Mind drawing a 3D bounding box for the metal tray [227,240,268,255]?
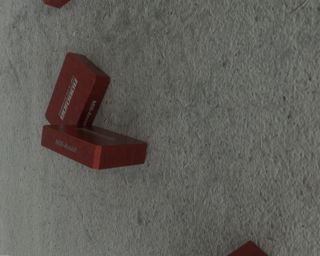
[{"bbox_3d":[0.055,0.184,0.317,0.030,0.091,0.129,39,114,33],"label":"metal tray"}]

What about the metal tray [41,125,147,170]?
[{"bbox_3d":[-0.095,0.023,0.440,0.130,0.091,0.030,15,100,39],"label":"metal tray"}]

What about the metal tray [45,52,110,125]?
[{"bbox_3d":[-0.141,-0.049,0.519,0.090,0.030,0.129,41,115,32],"label":"metal tray"}]

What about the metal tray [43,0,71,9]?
[{"bbox_3d":[-0.156,-0.275,0.530,0.130,0.030,0.090,-13,82,39],"label":"metal tray"}]
